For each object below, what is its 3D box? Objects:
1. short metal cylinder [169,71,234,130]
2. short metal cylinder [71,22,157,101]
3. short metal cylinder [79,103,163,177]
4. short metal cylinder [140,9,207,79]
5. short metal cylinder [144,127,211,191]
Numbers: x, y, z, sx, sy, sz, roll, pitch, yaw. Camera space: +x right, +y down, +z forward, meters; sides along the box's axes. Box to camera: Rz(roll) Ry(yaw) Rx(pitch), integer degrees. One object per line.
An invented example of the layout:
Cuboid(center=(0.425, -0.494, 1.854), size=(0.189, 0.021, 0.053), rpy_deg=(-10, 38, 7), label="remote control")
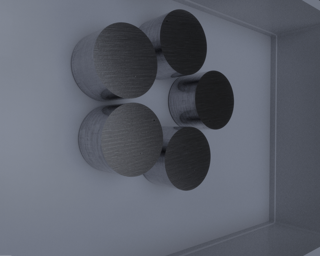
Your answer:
Cuboid(center=(0.059, -0.038, 0.437), size=(0.081, 0.050, 0.080), rpy_deg=(0, 90, -40), label="short metal cylinder")
Cuboid(center=(-0.050, -0.071, 0.346), size=(0.081, 0.050, 0.080), rpy_deg=(0, 90, -40), label="short metal cylinder")
Cuboid(center=(-0.043, 0.012, 0.351), size=(0.081, 0.050, 0.080), rpy_deg=(0, 90, -40), label="short metal cylinder")
Cuboid(center=(0.015, -0.105, 0.399), size=(0.081, 0.050, 0.080), rpy_deg=(0, 90, -40), label="short metal cylinder")
Cuboid(center=(0.020, 0.038, 0.405), size=(0.081, 0.050, 0.080), rpy_deg=(0, 90, -40), label="short metal cylinder")
